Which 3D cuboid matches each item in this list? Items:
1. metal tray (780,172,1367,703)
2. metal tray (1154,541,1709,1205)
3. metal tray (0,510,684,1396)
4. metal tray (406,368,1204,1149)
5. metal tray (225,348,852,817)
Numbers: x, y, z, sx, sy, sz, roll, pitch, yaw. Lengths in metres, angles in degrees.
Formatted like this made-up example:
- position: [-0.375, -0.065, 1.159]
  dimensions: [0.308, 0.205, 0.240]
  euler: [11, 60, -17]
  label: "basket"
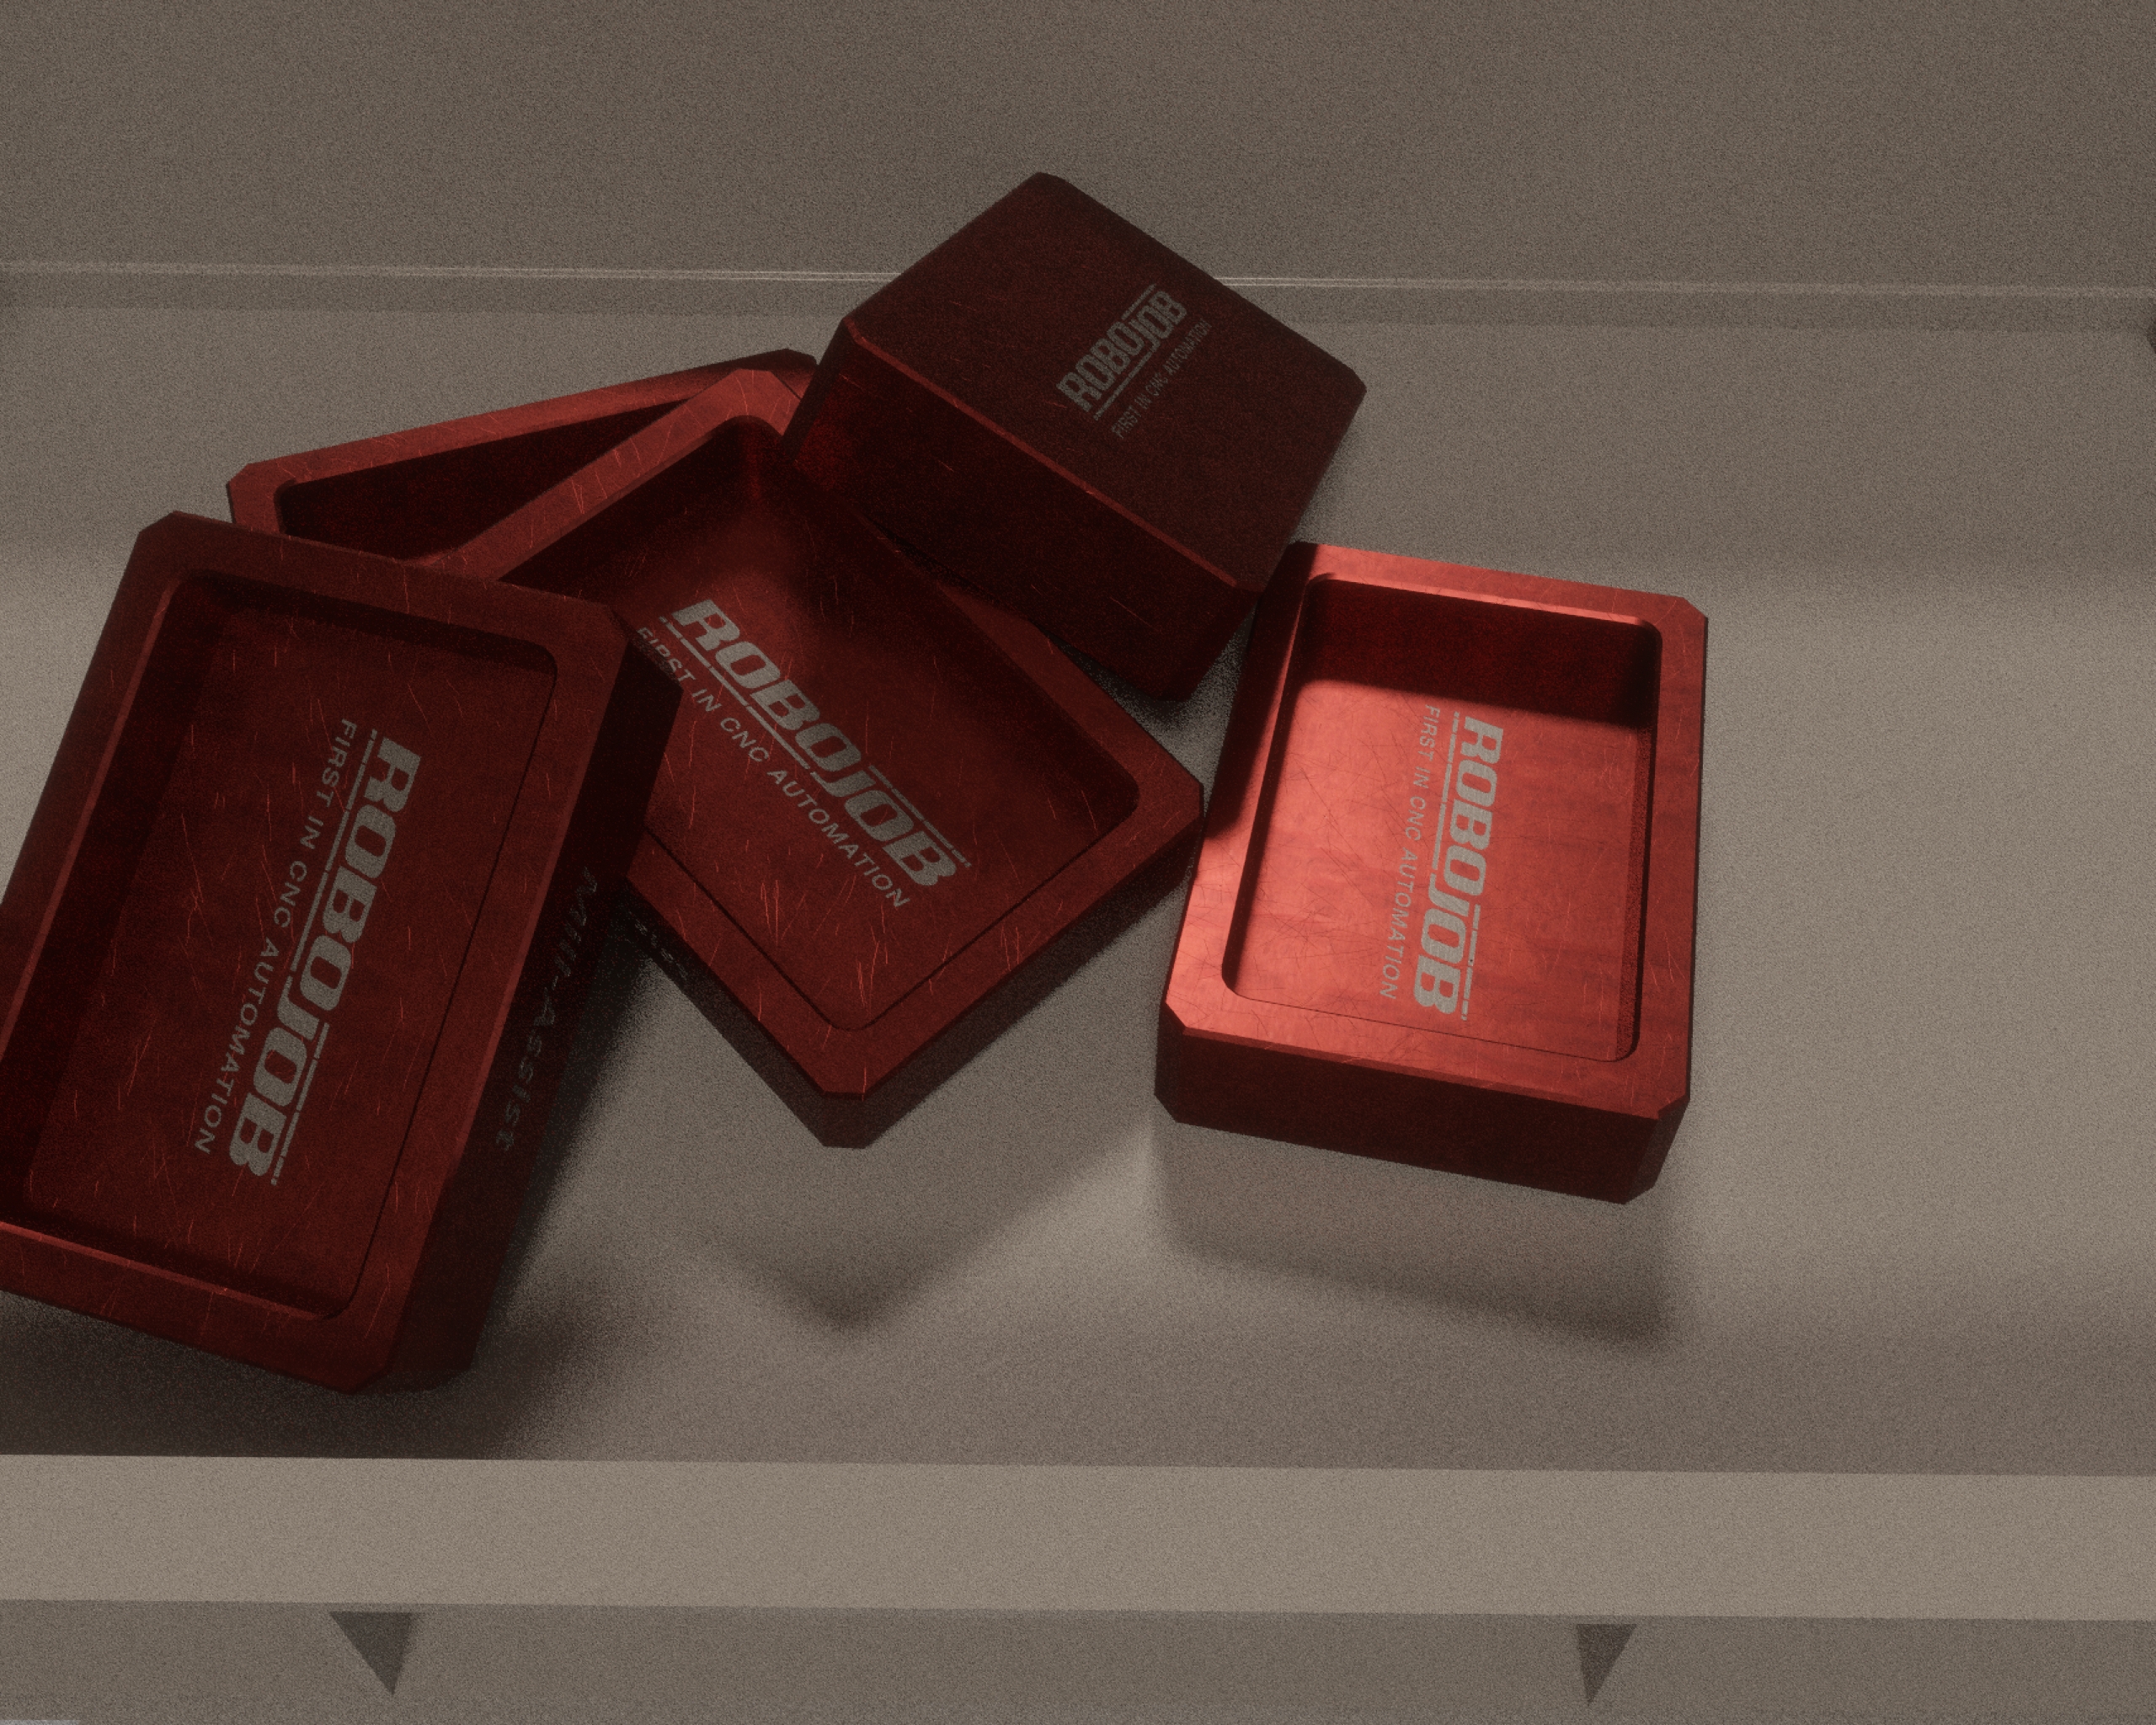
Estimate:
- position: [0.005, -0.093, 0.434]
  dimensions: [0.090, 0.030, 0.130]
  euler: [33, 34, -3]
  label: "metal tray"
- position: [0.071, -0.004, 0.403]
  dimensions: [0.090, 0.030, 0.130]
  euler: [10, 51, 7]
  label: "metal tray"
- position: [-0.130, 0.014, 0.349]
  dimensions: [0.090, 0.030, 0.129]
  euler: [13, 79, 10]
  label: "metal tray"
- position: [-0.052, -0.023, 0.390]
  dimensions: [0.090, 0.030, 0.130]
  euler: [-40, 75, -21]
  label: "metal tray"
- position: [-0.107, -0.061, 0.449]
  dimensions: [0.131, 0.030, 0.090]
  euler: [-16, 52, -14]
  label: "metal tray"
